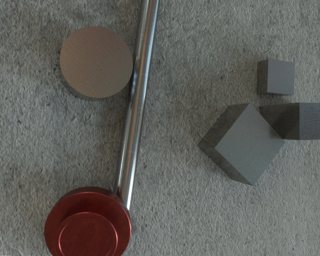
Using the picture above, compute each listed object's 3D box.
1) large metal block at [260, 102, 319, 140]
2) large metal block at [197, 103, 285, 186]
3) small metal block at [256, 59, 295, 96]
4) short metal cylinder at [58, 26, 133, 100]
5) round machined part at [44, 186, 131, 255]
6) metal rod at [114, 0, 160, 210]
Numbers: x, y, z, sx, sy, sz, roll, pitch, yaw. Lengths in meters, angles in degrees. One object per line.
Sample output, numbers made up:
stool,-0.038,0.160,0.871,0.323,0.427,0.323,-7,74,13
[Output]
large metal block,0.207,-0.009,0.458,0.081,0.080,0.050,-1,91,-20
large metal block,0.115,0.022,0.440,0.080,0.050,0.080,44,76,-15
small metal block,0.178,-0.077,0.477,0.050,0.025,0.050,3,89,-20
short metal cylinder,-0.078,-0.073,0.367,0.081,0.050,0.079,0,90,-21
round machined part,-0.083,0.121,0.357,0.099,0.042,0.097,-1,98,-6
metal rod,-0.029,-0.047,0.399,0.025,0.025,0.298,9,87,-20
